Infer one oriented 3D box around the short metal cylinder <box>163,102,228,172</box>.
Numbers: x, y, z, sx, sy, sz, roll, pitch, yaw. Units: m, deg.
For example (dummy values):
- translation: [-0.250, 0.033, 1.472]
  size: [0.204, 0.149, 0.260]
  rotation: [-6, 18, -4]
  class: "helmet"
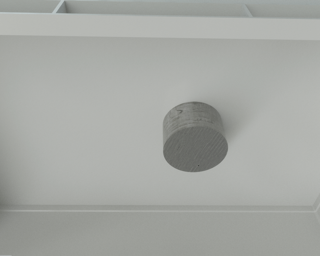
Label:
- translation: [0.044, 0.012, 0.404]
  size: [0.081, 0.050, 0.079]
  rotation: [0, 130, 0]
  class: "short metal cylinder"
